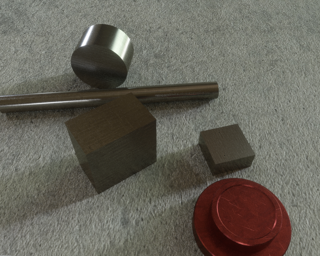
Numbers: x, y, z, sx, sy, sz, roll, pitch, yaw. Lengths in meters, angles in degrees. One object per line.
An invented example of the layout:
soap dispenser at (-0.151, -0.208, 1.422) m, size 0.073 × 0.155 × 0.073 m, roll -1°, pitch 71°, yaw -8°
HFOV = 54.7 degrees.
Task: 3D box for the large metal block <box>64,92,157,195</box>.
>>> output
large metal block at (-0.051, 0.018, 0.352) m, size 0.081 × 0.080 × 0.050 m, roll -28°, pitch 56°, yaw -22°

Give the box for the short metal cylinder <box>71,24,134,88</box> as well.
short metal cylinder at (-0.083, -0.103, 0.453) m, size 0.080 × 0.080 × 0.050 m, roll 6°, pitch 50°, yaw 4°

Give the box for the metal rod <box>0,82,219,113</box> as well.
metal rod at (-0.068, -0.044, 0.439) m, size 0.302 × 0.025 × 0.025 m, roll -4°, pitch 50°, yaw -4°

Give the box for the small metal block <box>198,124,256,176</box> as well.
small metal block at (0.081, 0.026, 0.383) m, size 0.050 × 0.025 × 0.050 m, roll -12°, pitch 51°, yaw -10°

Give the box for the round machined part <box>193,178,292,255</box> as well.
round machined part at (0.084, 0.093, 0.315) m, size 0.099 × 0.042 × 0.098 m, roll 0°, pitch 50°, yaw 0°
